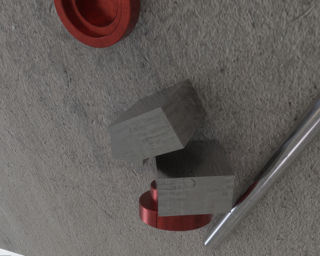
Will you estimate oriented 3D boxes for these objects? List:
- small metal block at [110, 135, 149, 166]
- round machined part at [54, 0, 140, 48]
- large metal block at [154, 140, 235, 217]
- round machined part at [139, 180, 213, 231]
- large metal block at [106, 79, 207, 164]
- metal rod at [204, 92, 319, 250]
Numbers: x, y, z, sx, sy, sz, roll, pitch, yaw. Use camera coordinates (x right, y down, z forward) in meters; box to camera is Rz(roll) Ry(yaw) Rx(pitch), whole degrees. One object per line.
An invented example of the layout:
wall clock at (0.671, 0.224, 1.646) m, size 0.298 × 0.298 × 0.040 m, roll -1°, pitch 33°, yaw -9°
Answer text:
small metal block at (-0.042, 0.021, 0.442) m, size 0.050 × 0.025 × 0.050 m, roll 13°, pitch 124°, yaw 21°
round machined part at (-0.065, -0.142, 0.342) m, size 0.098 × 0.042 × 0.097 m, roll 13°, pitch 124°, yaw 21°
large metal block at (0.036, 0.056, 0.366) m, size 0.081 × 0.080 × 0.050 m, roll -2°, pitch 115°, yaw -3°
round machined part at (0.021, 0.094, 0.411) m, size 0.098 × 0.099 × 0.042 m, roll 5°, pitch 100°, yaw 25°
large metal block at (-0.002, -0.008, 0.367) m, size 0.080 × 0.080 × 0.050 m, roll -19°, pitch 108°, yaw 35°
metal rod at (0.126, 0.067, 0.381) m, size 0.025 × 0.025 × 0.298 m, roll 30°, pitch 128°, yaw 9°
